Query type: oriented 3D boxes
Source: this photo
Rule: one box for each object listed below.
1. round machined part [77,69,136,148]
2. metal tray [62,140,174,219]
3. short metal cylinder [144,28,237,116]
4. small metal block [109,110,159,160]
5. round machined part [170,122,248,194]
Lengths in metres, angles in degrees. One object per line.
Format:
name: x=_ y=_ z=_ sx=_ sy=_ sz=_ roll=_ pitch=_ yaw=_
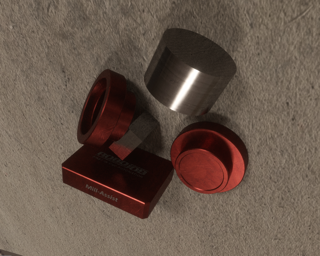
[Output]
round machined part: x=-0.065 y=-0.021 z=0.390 sx=0.042 sy=0.098 sz=0.098 roll=21 pitch=135 yaw=-27
metal tray: x=-0.056 y=0.061 z=0.430 sx=0.130 sy=0.090 sz=0.030 roll=20 pitch=126 yaw=16
short metal cylinder: x=0.030 y=-0.058 z=0.318 sx=0.080 sy=0.080 sz=0.050 roll=34 pitch=129 yaw=5
small metal block: x=-0.034 y=0.009 z=0.413 sx=0.025 sy=0.050 sz=0.050 roll=44 pitch=129 yaw=-3
round machined part: x=0.058 y=0.044 z=0.392 sx=0.098 sy=0.042 sz=0.097 roll=13 pitch=124 yaw=20
